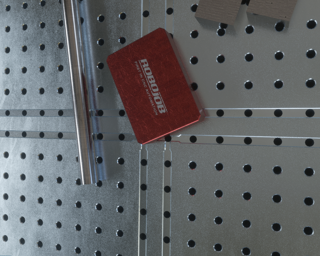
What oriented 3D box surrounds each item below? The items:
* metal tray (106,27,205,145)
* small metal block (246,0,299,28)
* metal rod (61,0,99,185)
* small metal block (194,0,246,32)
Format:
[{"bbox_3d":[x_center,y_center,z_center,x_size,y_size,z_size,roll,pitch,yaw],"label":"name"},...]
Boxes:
[{"bbox_3d":[-0.007,-0.053,0.412,0.090,0.030,0.129,-24,82,18],"label":"metal tray"},{"bbox_3d":[0.136,-0.152,0.365,0.050,0.025,0.050,21,97,18],"label":"small metal block"},{"bbox_3d":[-0.119,-0.069,0.452,0.025,0.025,0.298,-8,87,19],"label":"metal rod"},{"bbox_3d":[0.077,-0.154,0.385,0.050,0.025,0.050,20,97,18],"label":"small metal block"}]
